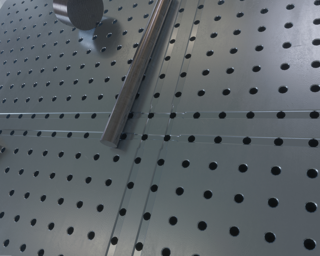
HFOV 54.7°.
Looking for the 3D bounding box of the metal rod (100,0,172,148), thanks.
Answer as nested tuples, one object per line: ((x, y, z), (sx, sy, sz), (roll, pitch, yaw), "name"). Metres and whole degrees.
((-0.029, -0.109, 0.490), (0.025, 0.025, 0.300), (4, 63, 30), "metal rod")

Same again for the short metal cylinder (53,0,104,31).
((-0.157, -0.234, 0.599), (0.050, 0.080, 0.080), (28, 77, 37), "short metal cylinder")
